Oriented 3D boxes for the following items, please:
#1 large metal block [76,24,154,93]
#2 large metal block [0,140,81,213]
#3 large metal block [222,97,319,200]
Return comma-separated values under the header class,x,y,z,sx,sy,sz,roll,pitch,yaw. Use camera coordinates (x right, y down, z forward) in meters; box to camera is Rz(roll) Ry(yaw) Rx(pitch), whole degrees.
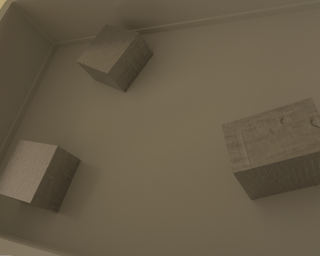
class,x,y,z,sx,sy,sz,roll,pitch,yaw
large metal block,-0.072,-0.113,0.497,0.080,0.050,0.080,26,76,37
large metal block,-0.173,0.067,0.440,0.080,0.050,0.080,5,64,30
large metal block,0.113,0.025,0.296,0.080,0.080,0.050,-18,55,18
